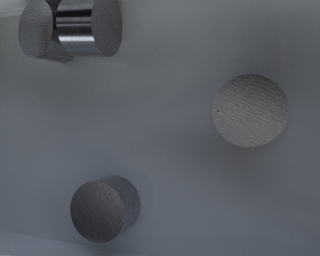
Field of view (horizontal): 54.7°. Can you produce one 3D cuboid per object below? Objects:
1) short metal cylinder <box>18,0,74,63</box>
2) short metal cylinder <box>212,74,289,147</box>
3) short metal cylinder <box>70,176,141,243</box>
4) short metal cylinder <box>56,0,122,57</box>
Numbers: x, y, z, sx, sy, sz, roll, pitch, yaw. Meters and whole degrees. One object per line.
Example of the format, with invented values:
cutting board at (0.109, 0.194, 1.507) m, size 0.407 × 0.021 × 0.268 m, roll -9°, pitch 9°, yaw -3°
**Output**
short metal cylinder at (-0.156, -0.137, 0.442) m, size 0.080 × 0.050 × 0.079 m, roll 1°, pitch 91°, yaw 35°
short metal cylinder at (0.105, -0.019, 0.360) m, size 0.080 × 0.050 × 0.080 m, roll 0°, pitch 90°, yaw 20°
short metal cylinder at (-0.073, 0.108, 0.423) m, size 0.080 × 0.050 × 0.080 m, roll 0°, pitch 90°, yaw 20°
short metal cylinder at (-0.092, -0.136, 0.414) m, size 0.050 × 0.080 × 0.079 m, roll 5°, pitch 92°, yaw 20°
